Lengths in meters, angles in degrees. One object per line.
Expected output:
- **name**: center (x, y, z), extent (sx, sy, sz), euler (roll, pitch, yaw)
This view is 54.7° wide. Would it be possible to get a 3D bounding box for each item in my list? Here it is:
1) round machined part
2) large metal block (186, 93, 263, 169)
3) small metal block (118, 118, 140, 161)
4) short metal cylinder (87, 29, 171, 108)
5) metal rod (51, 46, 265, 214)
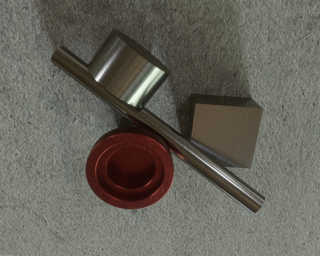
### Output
- **round machined part**: center (-0.034, 0.043, 0.365), extent (0.099, 0.042, 0.097), euler (0, 112, -1)
- **large metal block**: center (0.078, 0.003, 0.400), extent (0.081, 0.050, 0.079), euler (4, 110, -2)
- **small metal block**: center (-0.038, 0.016, 0.404), extent (0.025, 0.050, 0.050), euler (-2, 110, 0)
- **short metal cylinder**: center (-0.035, -0.068, 0.356), extent (0.080, 0.080, 0.050), euler (36, 106, -13)
- **metal rod**: center (-0.004, 0.001, 0.372), extent (0.301, 0.025, 0.025), euler (37, 106, 2)
